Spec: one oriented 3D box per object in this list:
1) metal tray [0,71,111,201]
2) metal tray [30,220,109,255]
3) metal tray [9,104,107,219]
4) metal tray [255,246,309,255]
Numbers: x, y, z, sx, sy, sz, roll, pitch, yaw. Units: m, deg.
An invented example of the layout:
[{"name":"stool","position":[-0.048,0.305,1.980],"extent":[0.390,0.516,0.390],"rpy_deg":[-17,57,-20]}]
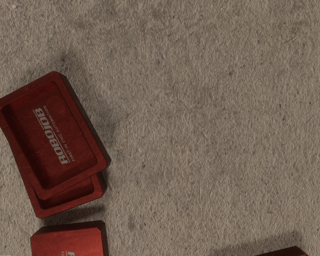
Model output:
[{"name":"metal tray","position":[-0.129,0.009,0.375],"extent":[0.090,0.030,0.130],"rpy_deg":[-28,90,-1]},{"name":"metal tray","position":[-0.113,0.194,0.406],"extent":[0.091,0.030,0.129],"rpy_deg":[-6,90,-1]},{"name":"metal tray","position":[-0.135,0.041,0.405],"extent":[0.090,0.030,0.129],"rpy_deg":[-20,90,-1]},{"name":"metal tray","position":[0.138,0.219,0.409],"extent":[0.131,0.030,0.089],"rpy_deg":[-13,90,-1]}]
